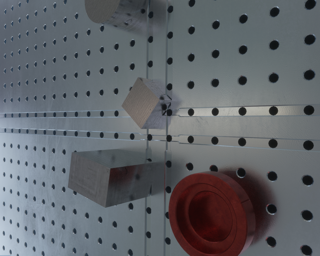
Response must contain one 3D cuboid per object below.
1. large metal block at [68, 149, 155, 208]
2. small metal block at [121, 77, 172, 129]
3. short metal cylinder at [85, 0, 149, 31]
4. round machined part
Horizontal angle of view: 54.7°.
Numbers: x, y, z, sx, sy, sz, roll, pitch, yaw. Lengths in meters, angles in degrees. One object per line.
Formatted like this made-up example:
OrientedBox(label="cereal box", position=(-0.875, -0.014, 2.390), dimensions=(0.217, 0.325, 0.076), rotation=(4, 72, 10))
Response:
OrientedBox(label="large metal block", position=(-0.067, 0.065, 0.429), dimensions=(0.080, 0.081, 0.050), rotation=(14, 99, 39))
OrientedBox(label="small metal block", position=(-0.019, -0.034, 0.426), dimensions=(0.050, 0.025, 0.050), rotation=(48, 119, 29))
OrientedBox(label="short metal cylinder", position=(-0.063, -0.185, 0.445), dimensions=(0.080, 0.050, 0.080), rotation=(0, 90, 40))
OrientedBox(label="round machined part", position=(0.061, 0.097, 0.348), dimensions=(0.098, 0.042, 0.097), rotation=(0, 90, 40))
